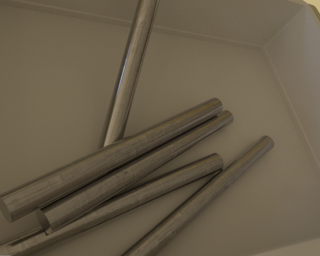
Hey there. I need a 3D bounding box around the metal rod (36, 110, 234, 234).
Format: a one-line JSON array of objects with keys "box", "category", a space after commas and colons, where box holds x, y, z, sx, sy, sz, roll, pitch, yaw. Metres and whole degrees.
[{"box": [0.000, 0.033, 0.371, 0.302, 0.025, 0.025, -26, 76, -42], "category": "metal rod"}]

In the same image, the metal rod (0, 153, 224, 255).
[{"box": [-0.042, 0.082, 0.334, 0.302, 0.025, 0.025, -17, 71, -35], "category": "metal rod"}]

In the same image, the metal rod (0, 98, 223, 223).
[{"box": [-0.022, 0.017, 0.348, 0.302, 0.025, 0.025, -25, 76, -41], "category": "metal rod"}]

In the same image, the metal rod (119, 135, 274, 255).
[{"box": [0.063, 0.082, 0.391, 0.302, 0.025, 0.025, -30, 78, -38], "category": "metal rod"}]

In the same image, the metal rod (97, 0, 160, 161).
[{"box": [-0.029, -0.095, 0.370, 0.025, 0.025, 0.299, 17, 80, -19], "category": "metal rod"}]
